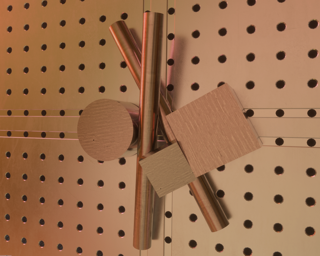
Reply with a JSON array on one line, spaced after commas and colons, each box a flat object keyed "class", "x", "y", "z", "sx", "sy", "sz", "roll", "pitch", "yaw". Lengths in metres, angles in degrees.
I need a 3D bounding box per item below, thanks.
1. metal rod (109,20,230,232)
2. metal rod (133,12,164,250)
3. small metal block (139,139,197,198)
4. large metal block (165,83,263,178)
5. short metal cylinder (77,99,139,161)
[{"class": "metal rod", "x": 0.008, "y": -0.009, "z": 0.406, "sx": 0.025, "sy": 0.025, "sz": 0.299, "roll": -30, "pitch": 81, "yaw": 17}, {"class": "metal rod", "x": -0.016, "y": 0.011, "z": 0.393, "sx": 0.025, "sy": 0.025, "sz": 0.298, "roll": 7, "pitch": 100, "yaw": 20}, {"class": "small metal block", "x": 0.010, "y": 0.047, "z": 0.371, "sx": 0.050, "sy": 0.025, "sz": 0.050, "roll": -28, "pitch": 96, "yaw": 9}, {"class": "large metal block", "x": 0.066, "y": 0.003, "z": 0.371, "sx": 0.080, "sy": 0.050, "sz": 0.080, "roll": -29, "pitch": 81, "yaw": 17}, {"class": "short metal cylinder", "x": -0.062, "y": 0.002, "z": 0.417, "sx": 0.080, "sy": 0.050, "sz": 0.079, "roll": 0, "pitch": 90, "yaw": 19}]
